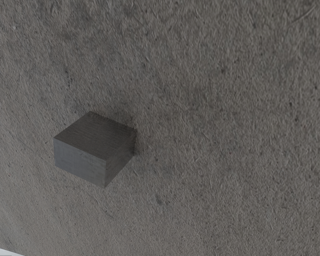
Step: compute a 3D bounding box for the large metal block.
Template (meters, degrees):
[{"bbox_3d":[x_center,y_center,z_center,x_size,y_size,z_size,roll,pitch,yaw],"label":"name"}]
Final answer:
[{"bbox_3d":[-0.089,0.027,0.436,0.080,0.080,0.050,21,127,15],"label":"large metal block"}]
